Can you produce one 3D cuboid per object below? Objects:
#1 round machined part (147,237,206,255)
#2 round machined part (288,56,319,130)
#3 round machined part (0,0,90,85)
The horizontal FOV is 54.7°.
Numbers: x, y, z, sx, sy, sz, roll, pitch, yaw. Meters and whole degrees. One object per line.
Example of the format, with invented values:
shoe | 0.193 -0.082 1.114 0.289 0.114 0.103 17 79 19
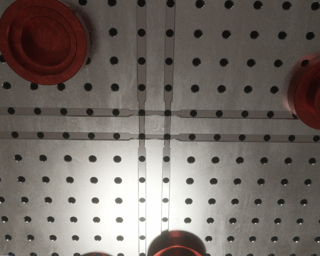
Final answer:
round machined part | 0.027 0.226 0.488 0.099 0.042 0.097 0 110 -1
round machined part | 0.219 -0.042 0.392 0.099 0.042 0.097 0 110 -1
round machined part | -0.131 -0.103 0.365 0.099 0.042 0.097 0 110 -1
